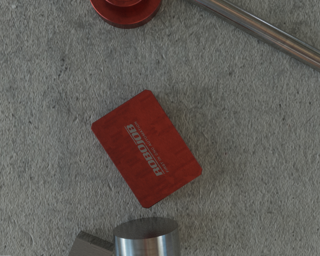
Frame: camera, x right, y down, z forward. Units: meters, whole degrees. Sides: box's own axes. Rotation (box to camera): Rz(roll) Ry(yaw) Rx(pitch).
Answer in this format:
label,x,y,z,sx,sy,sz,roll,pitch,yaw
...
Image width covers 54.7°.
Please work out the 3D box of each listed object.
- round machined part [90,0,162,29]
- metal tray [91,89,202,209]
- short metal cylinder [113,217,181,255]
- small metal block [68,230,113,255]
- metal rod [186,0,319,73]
label,x,y,z,sx,sy,sz,roll,pitch,yaw
round machined part,-0.045,-0.183,0.401,0.099,0.042,0.097,0,90,-1
metal tray,-0.017,0.027,0.407,0.090,0.030,0.130,-33,90,-1
short metal cylinder,-0.015,0.147,0.382,0.081,0.080,0.050,-5,90,-1
small metal block,-0.094,0.172,0.409,0.050,0.025,0.050,23,90,-1
metal rod,0.160,-0.117,0.412,0.301,0.025,0.025,28,90,-1
